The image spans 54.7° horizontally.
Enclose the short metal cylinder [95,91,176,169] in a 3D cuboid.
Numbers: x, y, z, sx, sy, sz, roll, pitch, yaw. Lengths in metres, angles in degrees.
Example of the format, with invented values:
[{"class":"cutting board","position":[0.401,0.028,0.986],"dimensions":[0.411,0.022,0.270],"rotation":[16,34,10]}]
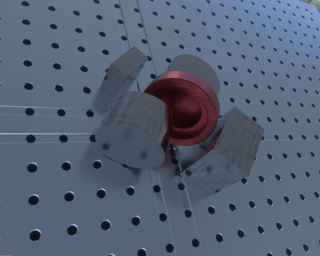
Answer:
[{"class":"short metal cylinder","position":[-0.027,0.004,0.357],"dimensions":[0.080,0.080,0.050],"rotation":[28,52,-12]}]

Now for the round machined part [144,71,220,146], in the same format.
[{"class":"round machined part","position":[0.027,-0.028,0.395],"dimensions":[0.098,0.097,0.042],"rotation":[36,39,-5]}]

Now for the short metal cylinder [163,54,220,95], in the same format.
[{"class":"short metal cylinder","position":[0.040,-0.060,0.451],"dimensions":[0.081,0.050,0.080],"rotation":[14,56,-21]}]

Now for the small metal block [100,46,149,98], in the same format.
[{"class":"small metal block","position":[-0.048,-0.074,0.413],"dimensions":[0.025,0.050,0.050],"rotation":[41,51,-1]}]

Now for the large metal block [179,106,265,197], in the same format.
[{"class":"large metal block","position":[0.080,0.031,0.399],"dimensions":[0.050,0.080,0.080],"rotation":[37,51,-4]}]
